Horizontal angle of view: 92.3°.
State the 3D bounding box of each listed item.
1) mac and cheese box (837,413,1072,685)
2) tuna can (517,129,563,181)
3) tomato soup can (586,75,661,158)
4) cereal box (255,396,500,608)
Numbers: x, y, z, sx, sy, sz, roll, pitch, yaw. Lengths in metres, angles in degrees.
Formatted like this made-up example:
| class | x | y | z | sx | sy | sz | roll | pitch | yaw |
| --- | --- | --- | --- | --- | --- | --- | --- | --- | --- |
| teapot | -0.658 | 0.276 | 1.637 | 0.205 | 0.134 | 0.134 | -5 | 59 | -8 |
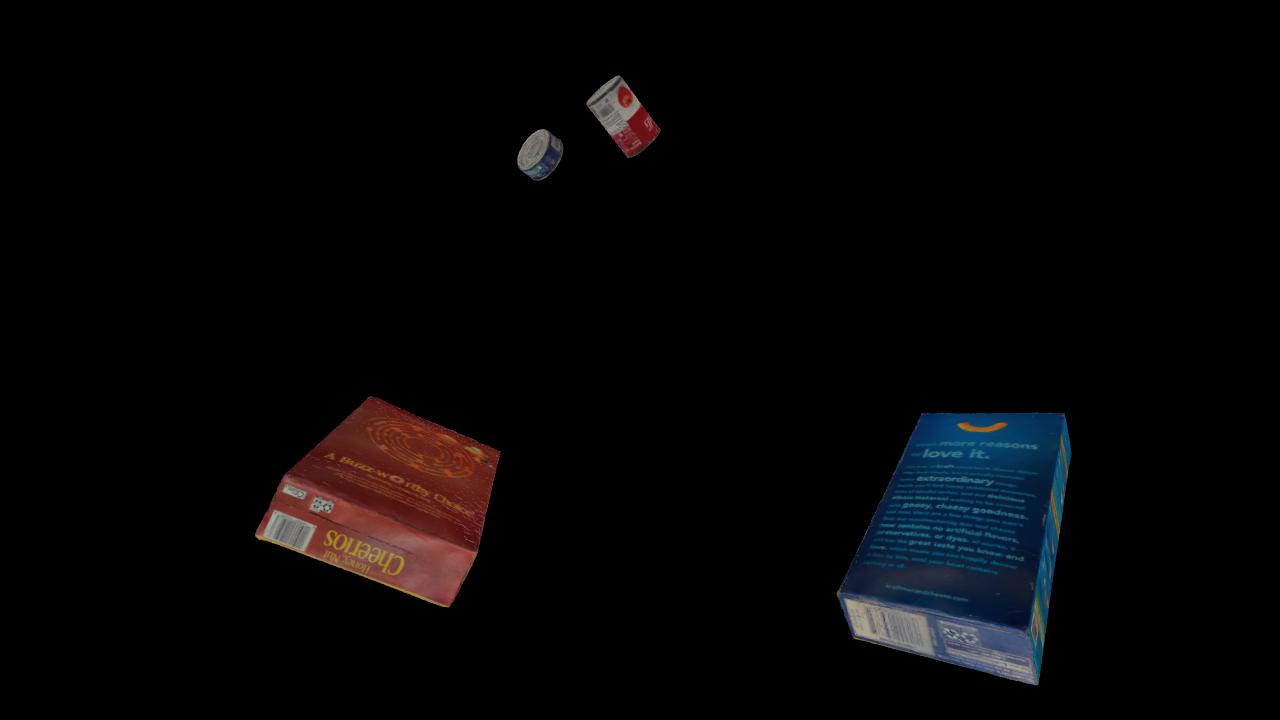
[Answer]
| class | x | y | z | sx | sy | sz | roll | pitch | yaw |
| --- | --- | --- | --- | --- | --- | --- | --- | --- | --- |
| mac and cheese box | 0.196 | 0.095 | 0.370 | 0.093 | 0.041 | 0.184 | -6 | 24 | 42 |
| tuna can | -0.175 | -0.359 | 1.074 | 0.084 | 0.084 | 0.034 | 0 | -18 | 40 |
| tomato soup can | -0.026 | -0.370 | 0.937 | 0.101 | 0.068 | 0.068 | 46 | -25 | -27 |
| cereal box | -0.286 | 0.152 | 0.747 | 0.203 | 0.081 | 0.306 | 26 | 6 | -13 |
